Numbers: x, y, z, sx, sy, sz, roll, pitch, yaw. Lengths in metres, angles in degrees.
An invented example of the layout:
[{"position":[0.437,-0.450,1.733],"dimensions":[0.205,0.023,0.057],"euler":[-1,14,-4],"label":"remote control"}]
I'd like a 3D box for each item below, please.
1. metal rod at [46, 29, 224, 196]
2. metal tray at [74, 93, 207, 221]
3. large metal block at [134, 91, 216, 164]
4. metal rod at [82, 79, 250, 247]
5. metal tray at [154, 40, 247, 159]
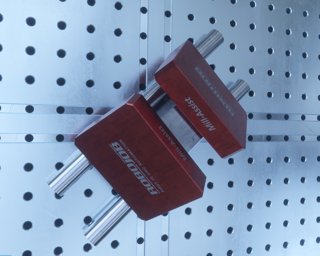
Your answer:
[{"position":[-0.022,-0.029,0.406],"dimensions":[0.301,0.025,0.025],"euler":[-44,104,-15],"label":"metal rod"},{"position":[-0.021,0.037,0.348],"dimensions":[0.090,0.030,0.130],"euler":[-31,105,27],"label":"metal tray"},{"position":[0.014,-0.002,0.389],"dimensions":[0.080,0.080,0.050],"euler":[-44,104,-15],"label":"large metal block"},{"position":[0.018,0.037,0.421],"dimensions":[0.301,0.025,0.025],"euler":[-44,104,-15],"label":"metal rod"},{"position":[0.055,-0.037,0.376],"dimensions":[0.130,0.030,0.090],"euler":[49,31,-14],"label":"metal tray"}]
